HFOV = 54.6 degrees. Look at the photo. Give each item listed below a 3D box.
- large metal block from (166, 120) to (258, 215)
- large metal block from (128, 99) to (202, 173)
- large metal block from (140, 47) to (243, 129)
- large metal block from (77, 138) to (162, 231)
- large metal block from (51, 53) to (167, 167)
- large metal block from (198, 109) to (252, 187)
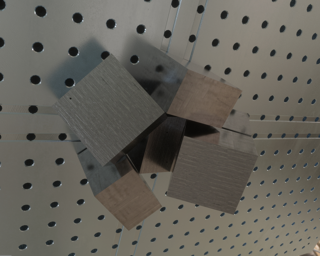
[{"bbox_3d":[0.059,0.044,0.364,0.080,0.050,0.079,15,114,2],"label":"large metal block"},{"bbox_3d":[0.009,0.010,0.405,0.081,0.050,0.079,1,118,-29],"label":"large metal block"},{"bbox_3d":[0.033,-0.047,0.364,0.081,0.080,0.050,14,111,-34],"label":"large metal block"},{"bbox_3d":[-0.051,0.066,0.386,0.050,0.080,0.080,-35,130,-6],"label":"large metal block"},{"bbox_3d":[-0.050,-0.017,0.329,0.080,0.080,0.050,-42,174,0],"label":"large metal block"},{"bbox_3d":[0.085,0.022,0.424,0.050,0.080,0.079,17,114,6],"label":"large metal block"}]
